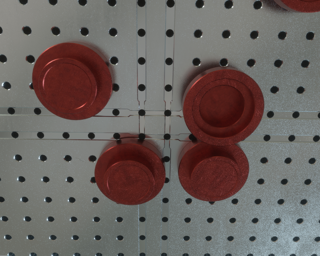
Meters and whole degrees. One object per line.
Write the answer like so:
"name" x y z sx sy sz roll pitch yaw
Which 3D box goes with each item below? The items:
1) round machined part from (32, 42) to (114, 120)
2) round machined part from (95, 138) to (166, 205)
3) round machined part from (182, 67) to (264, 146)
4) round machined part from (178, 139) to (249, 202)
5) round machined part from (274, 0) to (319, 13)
"round machined part" -0.109 -0.055 0.383 0.099 0.042 0.097 0 110 -1
"round machined part" -0.041 0.066 0.428 0.099 0.042 0.097 0 110 -1
"round machined part" 0.077 -0.029 0.395 0.099 0.042 0.097 0 110 -1
"round machined part" 0.075 0.061 0.428 0.099 0.042 0.097 0 110 -1
"round machined part" 0.163 -0.179 0.341 0.099 0.042 0.097 0 110 -1
